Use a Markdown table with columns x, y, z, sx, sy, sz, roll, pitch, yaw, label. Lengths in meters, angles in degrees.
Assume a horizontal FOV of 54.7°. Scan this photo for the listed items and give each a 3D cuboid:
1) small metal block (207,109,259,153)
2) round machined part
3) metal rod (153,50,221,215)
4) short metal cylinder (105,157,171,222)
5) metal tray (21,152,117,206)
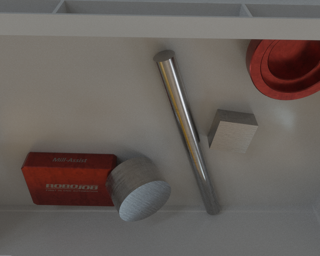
| x | y | z | sx | sy | sz | roll | pitch | yaw | label |
| --- | --- | --- | --- | --- | --- | --- | --- | --- | --- |
| 0.096 | 0.005 | 0.415 | 0.050 | 0.025 | 0.050 | 7 | 130 | -7 | small metal block |
| 0.141 | -0.081 | 0.331 | 0.099 | 0.042 | 0.097 | -1 | 130 | 0 | round machined part |
| 0.048 | 0.029 | 0.434 | 0.025 | 0.025 | 0.299 | -13 | 129 | 10 | metal rod |
| -0.031 | 0.088 | 0.446 | 0.081 | 0.050 | 0.079 | -20 | 136 | -21 | short metal cylinder |
| -0.131 | 0.080 | 0.472 | 0.131 | 0.030 | 0.089 | 2 | 130 | -2 | metal tray |
